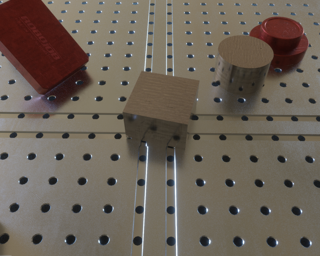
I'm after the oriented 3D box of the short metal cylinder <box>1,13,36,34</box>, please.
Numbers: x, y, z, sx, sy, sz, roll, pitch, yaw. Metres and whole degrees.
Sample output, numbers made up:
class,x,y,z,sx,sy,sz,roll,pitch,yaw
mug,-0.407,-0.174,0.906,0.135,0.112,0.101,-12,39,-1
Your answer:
class,x,y,z,sx,sy,sz,roll,pitch,yaw
short metal cylinder,-0.228,-0.161,0.506,0.080,0.080,0.050,28,56,22

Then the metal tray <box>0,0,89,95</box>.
class,x,y,z,sx,sy,sz,roll,pitch,yaw
metal tray,-0.183,-0.126,0.460,0.130,0.030,0.090,51,58,-11

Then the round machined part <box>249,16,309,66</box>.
class,x,y,z,sx,sy,sz,roll,pitch,yaw
round machined part,0.202,-0.153,0.526,0.099,0.042,0.098,0,50,0

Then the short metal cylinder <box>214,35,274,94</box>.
class,x,y,z,sx,sy,sz,roll,pitch,yaw
short metal cylinder,0.126,-0.098,0.474,0.081,0.050,0.080,0,50,0

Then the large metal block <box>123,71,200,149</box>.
class,x,y,z,sx,sy,sz,roll,pitch,yaw
large metal block,0.004,-0.025,0.413,0.080,0.050,0.080,11,51,9
